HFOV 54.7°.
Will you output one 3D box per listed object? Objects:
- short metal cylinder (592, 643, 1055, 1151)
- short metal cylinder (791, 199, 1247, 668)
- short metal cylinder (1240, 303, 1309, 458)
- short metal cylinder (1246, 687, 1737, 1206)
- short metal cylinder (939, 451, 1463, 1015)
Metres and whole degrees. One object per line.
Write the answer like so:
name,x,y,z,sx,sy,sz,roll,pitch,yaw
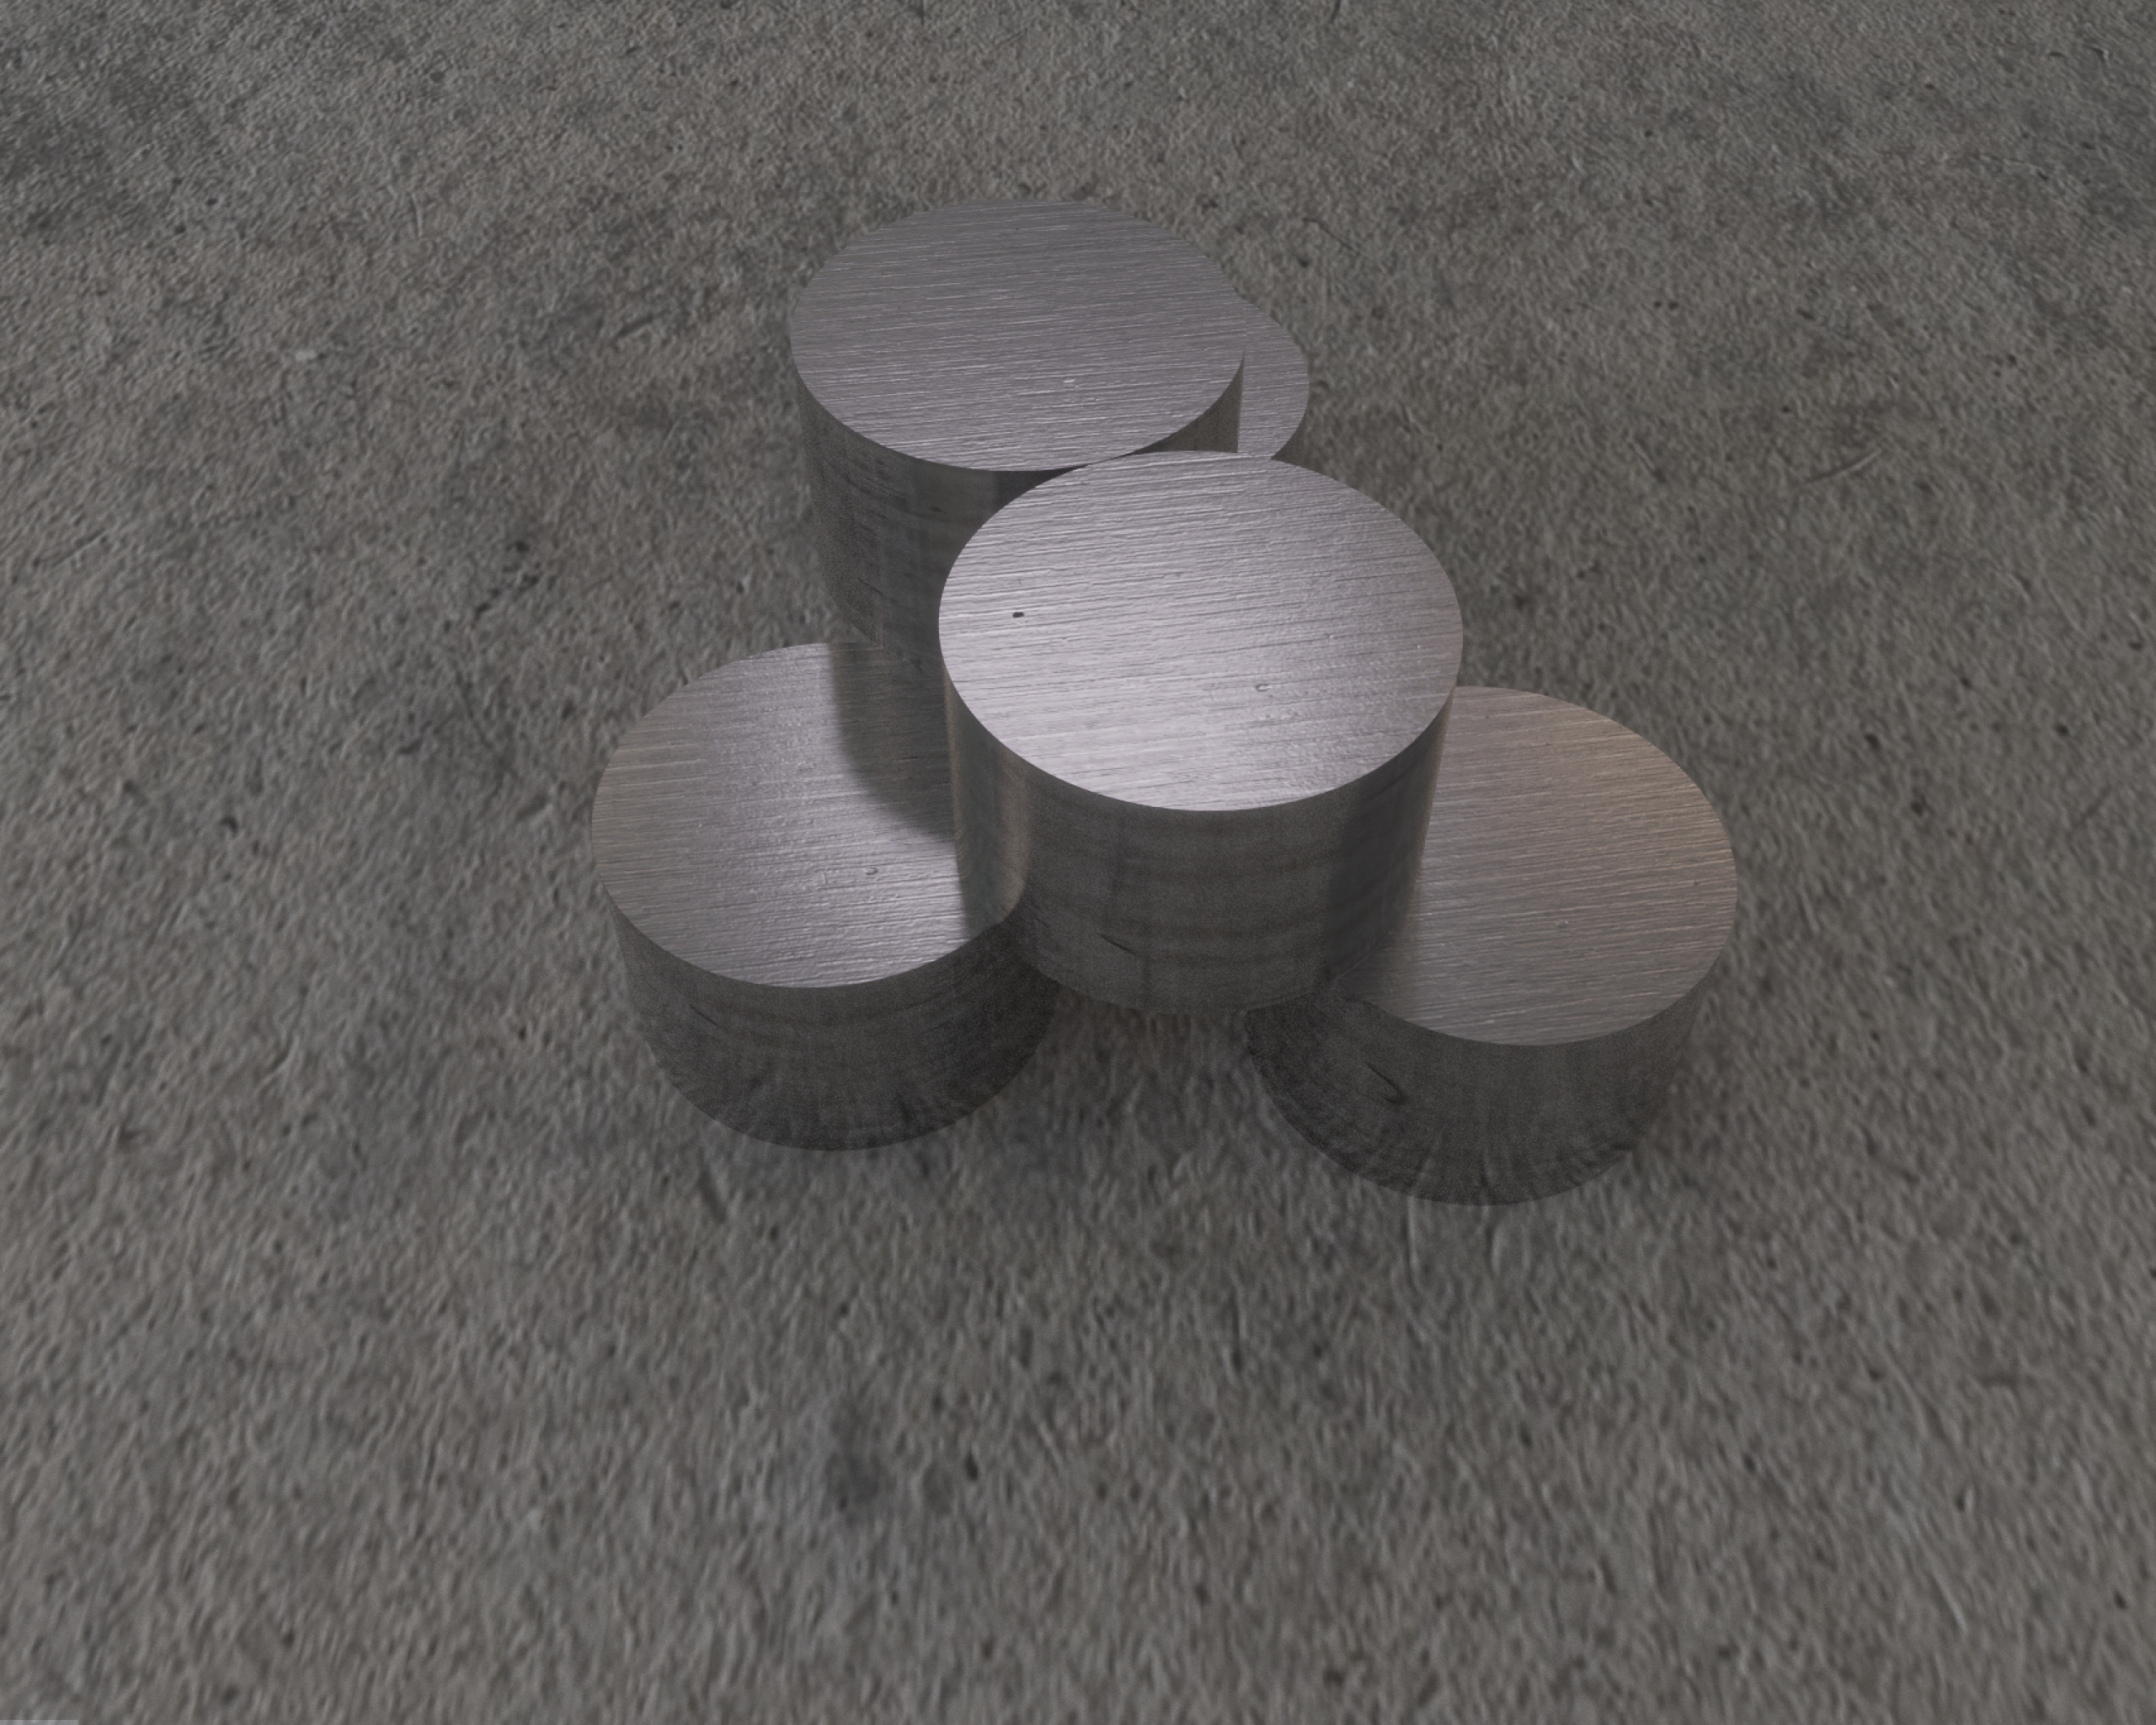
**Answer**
short metal cylinder,-0.044,0.005,0.382,0.080,0.050,0.080,0,50,0
short metal cylinder,-0.010,-0.079,0.388,0.081,0.050,0.080,0,50,0
short metal cylinder,0.009,-0.086,0.459,0.080,0.050,0.080,0,50,0
short metal cylinder,0.072,0.014,0.375,0.081,0.050,0.080,0,50,0
short metal cylinder,0.019,-0.022,0.341,0.080,0.050,0.080,0,50,0
